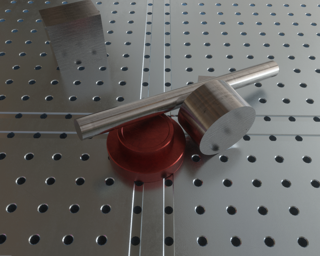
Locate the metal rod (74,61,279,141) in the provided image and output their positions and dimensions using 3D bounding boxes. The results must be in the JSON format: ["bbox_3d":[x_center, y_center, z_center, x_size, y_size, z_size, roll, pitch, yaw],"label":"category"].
[{"bbox_3d":[0.040,-0.044,0.398,0.302,0.025,0.025,-20,53,-26],"label":"metal rod"}]

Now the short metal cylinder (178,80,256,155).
[{"bbox_3d":[0.069,-0.012,0.383,0.081,0.080,0.050,-22,54,-18],"label":"short metal cylinder"}]

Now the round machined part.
[{"bbox_3d":[-0.017,0.014,0.384,0.099,0.042,0.098,0,50,0],"label":"round machined part"}]

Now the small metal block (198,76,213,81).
[{"bbox_3d":[0.080,-0.049,0.450,0.050,0.025,0.050,4,50,2],"label":"small metal block"}]

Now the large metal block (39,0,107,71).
[{"bbox_3d":[-0.136,-0.148,0.495,0.081,0.080,0.050,-20,53,-17],"label":"large metal block"}]
